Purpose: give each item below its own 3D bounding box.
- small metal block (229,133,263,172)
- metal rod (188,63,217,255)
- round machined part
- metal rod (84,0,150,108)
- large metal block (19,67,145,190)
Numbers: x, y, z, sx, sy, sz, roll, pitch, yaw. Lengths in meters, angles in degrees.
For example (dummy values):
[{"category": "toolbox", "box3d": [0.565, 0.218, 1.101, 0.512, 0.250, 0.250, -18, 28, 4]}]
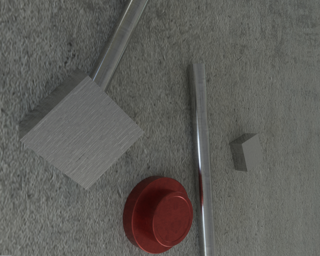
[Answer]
[{"category": "small metal block", "box3d": [0.149, 0.041, 0.533, 0.050, 0.025, 0.050, -25, 106, -38]}, {"category": "metal rod", "box3d": [0.063, 0.056, 0.460, 0.025, 0.025, 0.298, -7, 95, -40]}, {"category": "round machined part", "box3d": [0.005, 0.113, 0.400, 0.099, 0.042, 0.097, 0, 90, -40]}, {"category": "metal rod", "box3d": [-0.027, -0.159, 0.383, 0.025, 0.025, 0.299, 34, 69, -35]}, {"category": "large metal block", "box3d": [-0.077, 0.000, 0.307, 0.080, 0.050, 0.080, -46, 120, -5]}]
